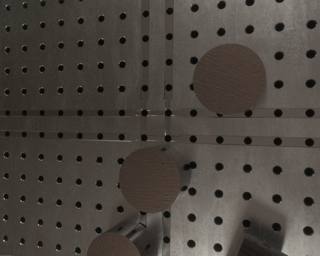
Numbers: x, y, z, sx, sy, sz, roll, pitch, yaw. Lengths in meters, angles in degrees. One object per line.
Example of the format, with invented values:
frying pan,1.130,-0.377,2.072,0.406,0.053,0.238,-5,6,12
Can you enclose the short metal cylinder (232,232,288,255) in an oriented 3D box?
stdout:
short metal cylinder,0.102,0.166,0.347,0.050,0.080,0.080,26,99,18

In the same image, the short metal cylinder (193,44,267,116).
short metal cylinder,0.085,-0.055,0.369,0.080,0.050,0.079,0,90,19

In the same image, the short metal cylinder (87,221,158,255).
short metal cylinder,-0.050,0.172,0.416,0.080,0.050,0.079,0,90,19

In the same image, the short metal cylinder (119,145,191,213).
short metal cylinder,-0.005,0.064,0.400,0.080,0.050,0.079,0,90,19
